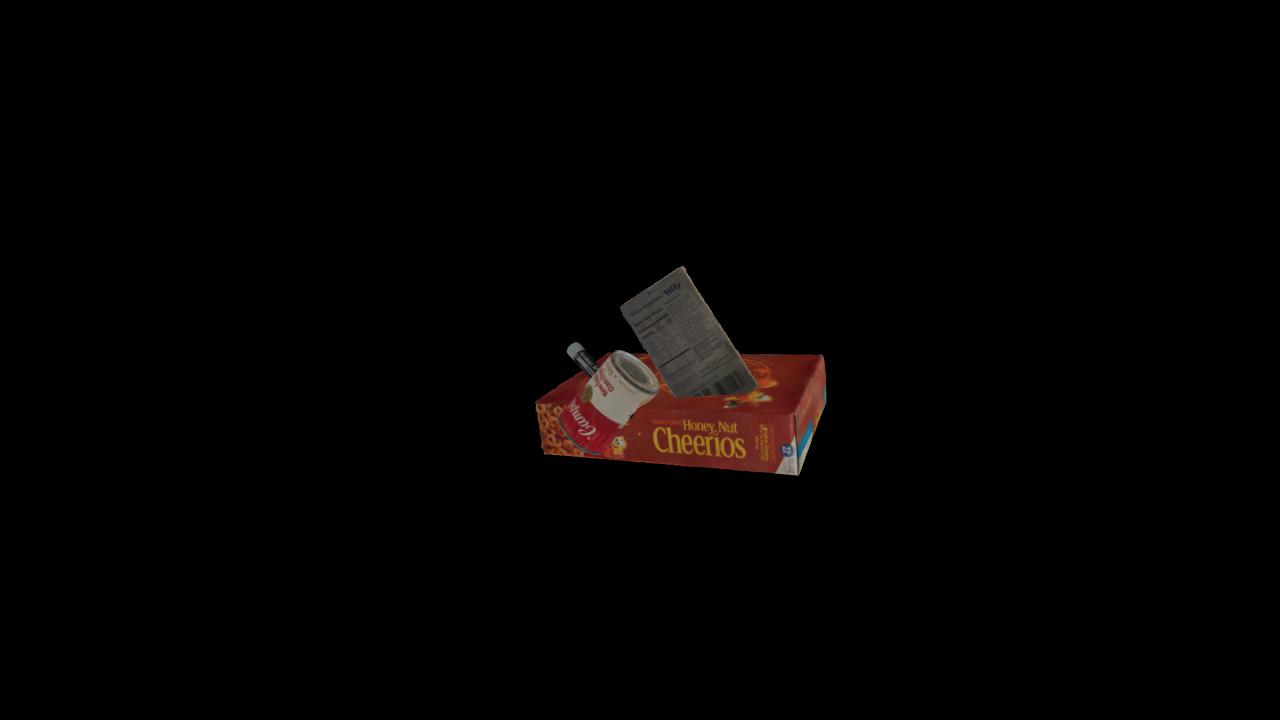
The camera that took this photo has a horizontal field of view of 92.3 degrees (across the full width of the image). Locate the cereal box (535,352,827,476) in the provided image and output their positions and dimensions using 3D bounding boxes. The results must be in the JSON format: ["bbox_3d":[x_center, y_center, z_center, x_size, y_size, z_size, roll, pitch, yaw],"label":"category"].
[{"bbox_3d":[0.057,0.054,0.744,0.306,0.081,0.203,1,18,23],"label":"cereal box"}]

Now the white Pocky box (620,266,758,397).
[{"bbox_3d":[0.053,-0.015,0.669,0.084,0.154,0.028,-33,-2,12],"label":"white Pocky box"}]

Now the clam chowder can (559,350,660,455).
[{"bbox_3d":[-0.034,0.047,0.684,0.068,0.102,0.068,36,20,-15],"label":"clam chowder can"}]

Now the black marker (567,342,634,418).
[{"bbox_3d":[-0.042,0.023,0.694,0.020,0.020,0.121,0,38,-50],"label":"black marker"}]
